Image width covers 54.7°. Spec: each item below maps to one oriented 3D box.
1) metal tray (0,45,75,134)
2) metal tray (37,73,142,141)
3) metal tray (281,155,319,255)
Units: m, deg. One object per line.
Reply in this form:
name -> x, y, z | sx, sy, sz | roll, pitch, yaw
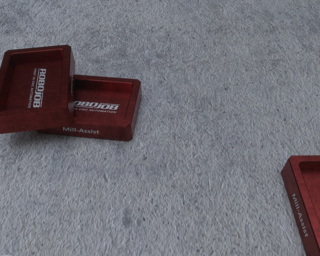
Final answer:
metal tray -> -0.161, -0.055, 0.405 | 0.091, 0.030, 0.130 | -7, 50, -6
metal tray -> -0.096, -0.031, 0.424 | 0.131, 0.030, 0.090 | 5, 50, 4
metal tray -> 0.192, 0.090, 0.325 | 0.091, 0.030, 0.130 | 0, 50, -1
